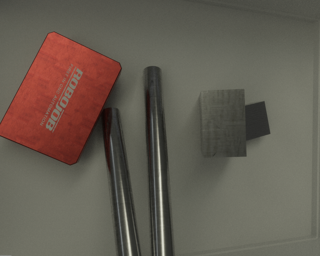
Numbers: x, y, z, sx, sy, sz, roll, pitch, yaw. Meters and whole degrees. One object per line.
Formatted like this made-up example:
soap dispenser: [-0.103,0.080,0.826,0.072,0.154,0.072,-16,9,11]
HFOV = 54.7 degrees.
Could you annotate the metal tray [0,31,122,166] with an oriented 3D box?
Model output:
metal tray: [-0.111,-0.033,0.358,0.090,0.030,0.130,25,81,-8]

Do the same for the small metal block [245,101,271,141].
small metal block: [0.132,-0.010,0.461,0.050,0.025,0.050,-14,95,-20]

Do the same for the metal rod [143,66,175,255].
metal rod: [-0.002,0.060,0.345,0.025,0.025,0.299,7,62,-20]

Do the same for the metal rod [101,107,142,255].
metal rod: [-0.035,0.108,0.317,0.025,0.025,0.299,0,58,-20]

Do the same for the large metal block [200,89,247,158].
large metal block: [0.079,-0.006,0.405,0.050,0.080,0.079,-2,91,5]
